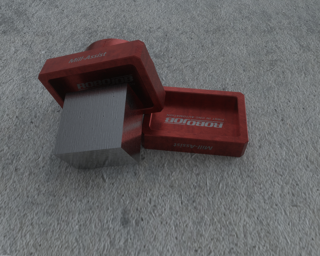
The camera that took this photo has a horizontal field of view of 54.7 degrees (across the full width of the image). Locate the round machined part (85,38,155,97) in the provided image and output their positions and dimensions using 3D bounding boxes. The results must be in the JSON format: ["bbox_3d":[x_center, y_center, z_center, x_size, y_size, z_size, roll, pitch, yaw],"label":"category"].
[{"bbox_3d":[-0.054,-0.077,0.407,0.099,0.097,0.042,5,50,3],"label":"round machined part"}]

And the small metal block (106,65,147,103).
[{"bbox_3d":[-0.049,-0.066,0.460,0.050,0.025,0.050,5,50,4],"label":"small metal block"}]

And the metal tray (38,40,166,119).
[{"bbox_3d":[-0.068,-0.052,0.383,0.130,0.090,0.030,-7,49,18],"label":"metal tray"}]

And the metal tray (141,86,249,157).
[{"bbox_3d":[0.046,-0.011,0.411,0.131,0.030,0.090,5,50,3],"label":"metal tray"}]

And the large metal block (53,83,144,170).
[{"bbox_3d":[-0.068,0.000,0.363,0.080,0.050,0.080,-7,61,17],"label":"large metal block"}]
